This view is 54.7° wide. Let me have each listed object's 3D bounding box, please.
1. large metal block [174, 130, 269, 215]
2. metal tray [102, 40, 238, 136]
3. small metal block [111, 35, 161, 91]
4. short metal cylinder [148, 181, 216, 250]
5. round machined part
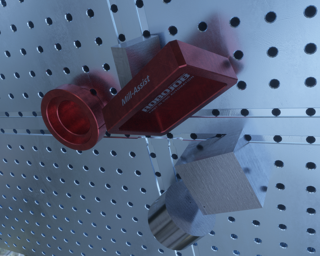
[{"bbox_3d":[0.078,0.058,0.389,0.080,0.050,0.080,-19,108,35],"label":"large metal block"},{"bbox_3d":[0.008,-0.035,0.342,0.129,0.091,0.030,-37,61,38],"label":"metal tray"},{"bbox_3d":[-0.023,-0.075,0.356,0.025,0.050,0.050,16,127,42],"label":"small metal block"},{"bbox_3d":[0.030,0.123,0.435,0.080,0.080,0.050,39,129,1],"label":"short metal cylinder"},{"bbox_3d":[-0.119,-0.019,0.449,0.098,0.042,0.097,13,124,20],"label":"round machined part"}]
